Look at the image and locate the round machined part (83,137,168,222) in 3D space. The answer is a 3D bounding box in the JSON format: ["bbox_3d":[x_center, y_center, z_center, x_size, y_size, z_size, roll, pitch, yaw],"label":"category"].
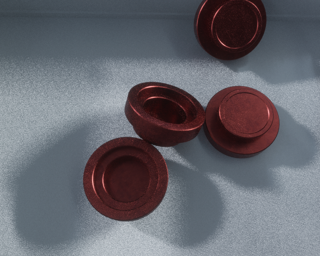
[{"bbox_3d":[-0.040,0.063,0.377,0.099,0.042,0.098,0,70,-1],"label":"round machined part"}]

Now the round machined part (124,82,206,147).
[{"bbox_3d":[0.004,-0.014,0.390,0.099,0.042,0.098,13,37,-10],"label":"round machined part"}]

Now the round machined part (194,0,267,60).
[{"bbox_3d":[0.099,-0.141,0.424,0.099,0.042,0.097,-3,114,-6],"label":"round machined part"}]

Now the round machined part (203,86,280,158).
[{"bbox_3d":[0.108,-0.012,0.407,0.099,0.042,0.098,0,70,-1],"label":"round machined part"}]
